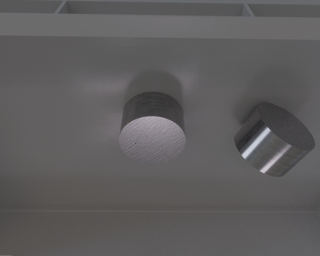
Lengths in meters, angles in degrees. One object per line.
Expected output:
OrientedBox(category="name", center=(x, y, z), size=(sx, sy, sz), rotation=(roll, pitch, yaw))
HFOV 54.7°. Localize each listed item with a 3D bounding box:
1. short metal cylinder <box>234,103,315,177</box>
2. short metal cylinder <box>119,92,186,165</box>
OrientedBox(category="short metal cylinder", center=(0.141, 0.014, 0.386), size=(0.080, 0.080, 0.050), rotation=(19, 127, -16))
OrientedBox(category="short metal cylinder", center=(-0.009, 0.001, 0.393), size=(0.081, 0.050, 0.079), rotation=(0, 130, 0))
